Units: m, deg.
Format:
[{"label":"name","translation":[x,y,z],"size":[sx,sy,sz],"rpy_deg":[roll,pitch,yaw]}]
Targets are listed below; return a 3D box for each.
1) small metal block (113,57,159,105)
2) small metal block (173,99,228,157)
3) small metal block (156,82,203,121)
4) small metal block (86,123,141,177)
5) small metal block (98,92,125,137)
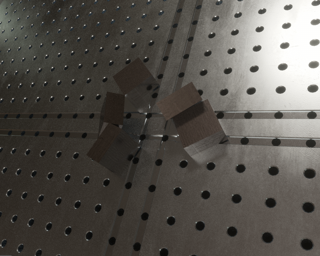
[{"label":"small metal block","translation":[-0.037,-0.072,0.470],"size":[0.050,0.025,0.050],"rpy_deg":[-36,51,3]},{"label":"small metal block","translation":[0.049,0.000,0.382],"size":[0.050,0.025,0.050],"rpy_deg":[-27,53,11]},{"label":"small metal block","translation":[0.025,-0.035,0.397],"size":[0.050,0.050,0.025],"rpy_deg":[-30,94,8]},{"label":"small metal block","translation":[-0.059,0.029,0.404],"size":[0.025,0.050,0.050],"rpy_deg":[24,75,36]},{"label":"small metal block","translation":[-0.068,-0.014,0.433],"size":[0.025,0.050,0.050],"rpy_deg":[10,57,-16]}]
